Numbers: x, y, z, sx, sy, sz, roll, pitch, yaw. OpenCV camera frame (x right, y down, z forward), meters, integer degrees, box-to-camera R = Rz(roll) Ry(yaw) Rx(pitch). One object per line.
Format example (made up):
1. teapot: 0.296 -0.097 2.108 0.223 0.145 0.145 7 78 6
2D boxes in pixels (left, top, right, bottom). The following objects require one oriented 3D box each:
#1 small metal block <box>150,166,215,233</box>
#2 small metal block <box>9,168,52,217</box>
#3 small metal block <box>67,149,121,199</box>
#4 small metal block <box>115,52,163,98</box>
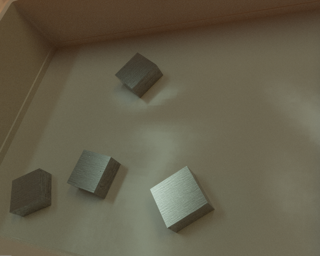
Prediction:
1. small metal block: 0.024 0.079 0.345 0.050 0.025 0.050 -34 51 6
2. small metal block: -0.185 0.093 0.446 0.050 0.025 0.050 -24 53 13
3. small metal block: -0.088 0.061 0.415 0.050 0.025 0.050 11 67 32
4. small metal block: -0.032 -0.081 0.473 0.050 0.025 0.050 -46 51 -4
